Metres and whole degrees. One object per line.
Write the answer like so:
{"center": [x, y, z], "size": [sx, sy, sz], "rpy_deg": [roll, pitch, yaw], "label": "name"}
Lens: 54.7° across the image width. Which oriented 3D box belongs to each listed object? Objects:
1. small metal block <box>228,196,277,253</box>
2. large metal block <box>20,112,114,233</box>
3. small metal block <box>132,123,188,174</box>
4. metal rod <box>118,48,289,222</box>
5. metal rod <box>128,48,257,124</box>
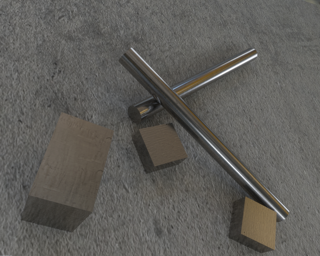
{"center": [0.119, 0.123, 0.395], "size": [0.050, 0.025, 0.050], "rpy_deg": [28, 52, -11], "label": "small metal block"}
{"center": [-0.088, 0.045, 0.294], "size": [0.050, 0.080, 0.080], "rpy_deg": [21, 54, -16], "label": "large metal block"}
{"center": [-0.001, 0.025, 0.390], "size": [0.050, 0.025, 0.050], "rpy_deg": [-11, 68, -33], "label": "small metal block"}
{"center": [0.061, 0.013, 0.409], "size": [0.300, 0.025, 0.025], "rpy_deg": [45, 51, -6], "label": "metal rod"}
{"center": [0.069, -0.078, 0.490], "size": [0.302, 0.025, 0.025], "rpy_deg": [-31, 79, -38], "label": "metal rod"}
